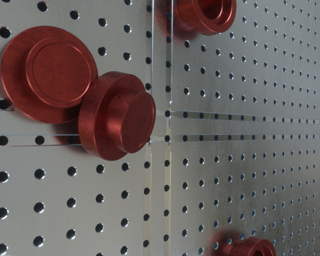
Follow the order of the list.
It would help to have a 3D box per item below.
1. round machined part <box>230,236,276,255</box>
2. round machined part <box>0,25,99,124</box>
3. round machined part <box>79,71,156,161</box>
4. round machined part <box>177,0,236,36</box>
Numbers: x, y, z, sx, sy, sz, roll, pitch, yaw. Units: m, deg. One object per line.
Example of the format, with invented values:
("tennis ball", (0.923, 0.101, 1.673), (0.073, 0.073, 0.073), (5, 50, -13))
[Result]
("round machined part", (0.152, 0.233, 0.525), (0.099, 0.042, 0.097), (0, 90, -40))
("round machined part", (-0.105, -0.053, 0.310), (0.099, 0.042, 0.097), (0, 90, -40))
("round machined part", (-0.039, -0.010, 0.339), (0.099, 0.042, 0.097), (-41, 139, -48))
("round machined part", (0.064, -0.183, 0.450), (0.099, 0.042, 0.097), (0, 90, -40))
